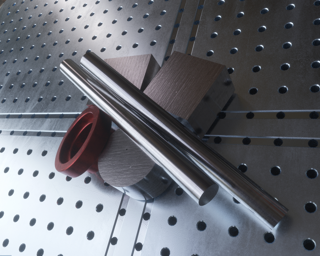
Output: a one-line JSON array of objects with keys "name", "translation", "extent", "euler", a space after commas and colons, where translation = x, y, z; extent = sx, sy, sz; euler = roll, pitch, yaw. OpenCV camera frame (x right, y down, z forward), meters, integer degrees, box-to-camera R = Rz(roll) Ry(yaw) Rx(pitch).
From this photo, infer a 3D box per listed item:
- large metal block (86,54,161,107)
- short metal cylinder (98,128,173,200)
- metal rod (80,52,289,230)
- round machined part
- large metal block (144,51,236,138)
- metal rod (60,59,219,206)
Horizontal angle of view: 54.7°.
[{"name": "large metal block", "translation": [-0.046, -0.054, 0.441], "extent": [0.080, 0.050, 0.080], "euler": [1, 62, 28]}, {"name": "short metal cylinder", "translation": [-0.027, 0.041, 0.375], "extent": [0.080, 0.050, 0.080], "euler": [-13, 56, 21]}, {"name": "metal rod", "translation": [0.009, -0.002, 0.352], "extent": [0.300, 0.025, 0.025], "euler": [40, 85, 24]}, {"name": "round machined part", "translation": [-0.094, 0.022, 0.414], "extent": [0.098, 0.042, 0.098], "euler": [-35, 36, 31]}, {"name": "large metal block", "translation": [0.035, -0.043, 0.394], "extent": [0.080, 0.050, 0.080], "euler": [27, 77, 37]}, {"name": "metal rod", "translation": [-0.047, -0.016, 0.372], "extent": [0.025, 0.025, 0.300], "euler": [-47, 52, -4]}]
